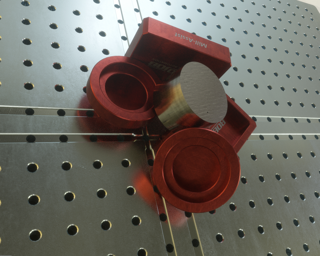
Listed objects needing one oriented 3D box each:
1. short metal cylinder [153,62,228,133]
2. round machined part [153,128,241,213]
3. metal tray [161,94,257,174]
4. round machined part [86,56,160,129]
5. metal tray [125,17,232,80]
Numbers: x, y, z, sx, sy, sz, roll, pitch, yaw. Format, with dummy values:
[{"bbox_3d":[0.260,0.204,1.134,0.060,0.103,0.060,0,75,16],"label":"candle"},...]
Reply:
[{"bbox_3d":[0.038,-0.035,0.388,0.081,0.050,0.080,18,60,-34],"label":"short metal cylinder"},{"bbox_3d":[0.043,0.048,0.371,0.099,0.042,0.097,0,92,5],"label":"round machined part"},{"bbox_3d":[0.074,0.004,0.444,0.090,0.030,0.131,45,51,3],"label":"metal tray"},{"bbox_3d":[-0.046,-0.041,0.399,0.099,0.042,0.098,14,56,-21],"label":"round machined part"},{"bbox_3d":[0.022,-0.093,0.436,0.131,0.090,0.030,14,56,-21],"label":"metal tray"}]
